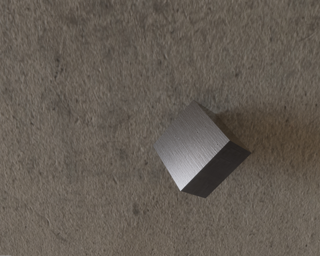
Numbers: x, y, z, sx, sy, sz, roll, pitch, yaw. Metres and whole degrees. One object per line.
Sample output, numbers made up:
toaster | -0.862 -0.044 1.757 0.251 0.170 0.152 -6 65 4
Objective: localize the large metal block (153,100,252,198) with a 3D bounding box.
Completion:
large metal block | 0.049 0.026 0.383 0.050 0.080 0.080 26 111 -43
